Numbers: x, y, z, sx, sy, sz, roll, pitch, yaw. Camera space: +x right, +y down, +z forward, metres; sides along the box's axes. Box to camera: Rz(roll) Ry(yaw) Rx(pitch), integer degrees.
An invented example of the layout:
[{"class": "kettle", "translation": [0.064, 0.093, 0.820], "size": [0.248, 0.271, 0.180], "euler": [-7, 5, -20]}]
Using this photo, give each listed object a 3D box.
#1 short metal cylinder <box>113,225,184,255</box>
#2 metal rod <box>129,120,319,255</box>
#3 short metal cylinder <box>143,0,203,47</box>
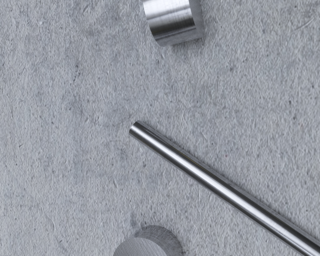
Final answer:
[{"class": "short metal cylinder", "translation": [-0.014, 0.173, 0.400], "size": [0.080, 0.050, 0.079], "euler": [0, 90, 19]}, {"class": "metal rod", "translation": [0.086, 0.080, 0.378], "size": [0.300, 0.025, 0.025], "euler": [34, 101, 16]}, {"class": "short metal cylinder", "translation": [0.018, -0.143, 0.373], "size": [0.050, 0.080, 0.080], "euler": [-9, 87, 19]}]
